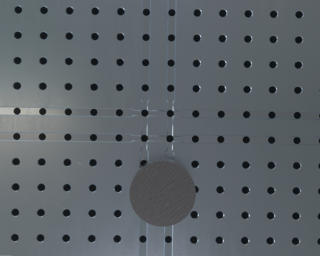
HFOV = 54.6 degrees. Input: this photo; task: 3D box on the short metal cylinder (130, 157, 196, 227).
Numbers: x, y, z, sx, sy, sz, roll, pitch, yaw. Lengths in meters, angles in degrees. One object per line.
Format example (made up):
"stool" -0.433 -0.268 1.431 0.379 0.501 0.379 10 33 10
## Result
"short metal cylinder" 0.003 0.080 0.401 0.080 0.050 0.080 0 90 0
